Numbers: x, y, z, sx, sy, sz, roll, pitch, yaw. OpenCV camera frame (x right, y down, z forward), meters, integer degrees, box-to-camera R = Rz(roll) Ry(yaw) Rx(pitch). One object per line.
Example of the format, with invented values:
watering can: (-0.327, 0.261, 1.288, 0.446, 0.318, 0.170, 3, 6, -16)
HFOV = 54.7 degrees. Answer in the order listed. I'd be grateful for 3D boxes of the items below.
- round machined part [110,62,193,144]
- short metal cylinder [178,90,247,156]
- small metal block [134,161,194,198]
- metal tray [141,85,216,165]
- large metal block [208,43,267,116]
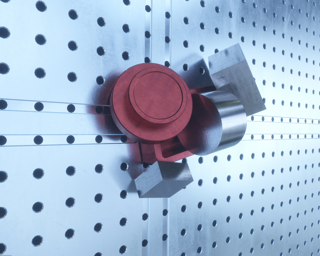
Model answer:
round machined part: (-0.007, -0.032, 0.363, 0.099, 0.042, 0.098, 4, 75, -15)
short metal cylinder: (0.065, -0.008, 0.407, 0.050, 0.080, 0.079, -12, 98, -40)
small metal block: (0.005, 0.066, 0.390, 0.050, 0.050, 0.025, 10, 50, -39)
metal tray: (0.031, -0.007, 0.429, 0.131, 0.030, 0.089, -15, 100, -39)
large metal block: (0.111, -0.068, 0.456, 0.080, 0.050, 0.080, 59, 20, -24)
